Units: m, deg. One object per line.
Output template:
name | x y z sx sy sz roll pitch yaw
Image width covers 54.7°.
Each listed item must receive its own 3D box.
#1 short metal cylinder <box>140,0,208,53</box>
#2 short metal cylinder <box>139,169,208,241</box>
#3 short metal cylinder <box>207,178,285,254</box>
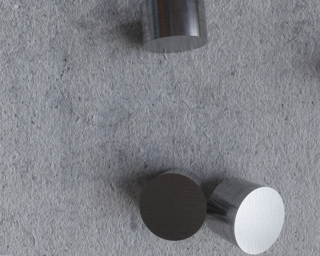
short metal cylinder | 0.017 -0.127 0.382 0.080 0.080 0.050 -4 90 0
short metal cylinder | 0.019 0.094 0.391 0.080 0.050 0.080 0 89 10
short metal cylinder | 0.105 0.106 0.382 0.081 0.050 0.079 -3 96 -29
